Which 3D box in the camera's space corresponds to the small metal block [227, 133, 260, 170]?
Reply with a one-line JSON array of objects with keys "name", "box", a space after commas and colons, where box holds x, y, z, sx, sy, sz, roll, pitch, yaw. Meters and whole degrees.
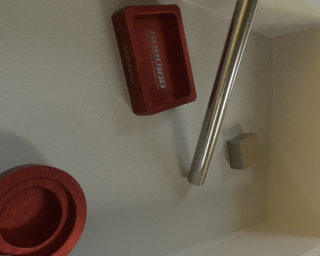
[{"name": "small metal block", "box": [0.143, 0.039, 0.530, 0.050, 0.025, 0.050, -19, 102, -39]}]

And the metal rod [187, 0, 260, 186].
[{"name": "metal rod", "box": [0.082, -0.056, 0.398, 0.025, 0.025, 0.298, -8, 120, -40]}]

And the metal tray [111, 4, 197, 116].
[{"name": "metal tray", "box": [-0.004, -0.089, 0.401, 0.091, 0.030, 0.129, -21, 103, -38]}]

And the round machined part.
[{"name": "round machined part", "box": [-0.124, 0.083, 0.293, 0.099, 0.042, 0.097, 0, 90, -40]}]
